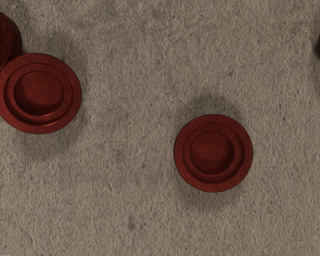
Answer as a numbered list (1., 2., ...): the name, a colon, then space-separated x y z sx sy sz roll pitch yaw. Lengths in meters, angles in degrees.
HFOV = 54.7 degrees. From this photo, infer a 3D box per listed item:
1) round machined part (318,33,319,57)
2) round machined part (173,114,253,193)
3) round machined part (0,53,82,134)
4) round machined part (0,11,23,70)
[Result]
1. round machined part: 0.255 -0.108 0.405 0.099 0.042 0.097 0 90 -1
2. round machined part: 0.066 0.031 0.402 0.099 0.042 0.097 0 90 -1
3. round machined part: -0.151 -0.044 0.386 0.099 0.042 0.097 -7 108 -22
4. round machined part: -0.219 -0.100 0.393 0.098 0.042 0.097 -1 84 9
